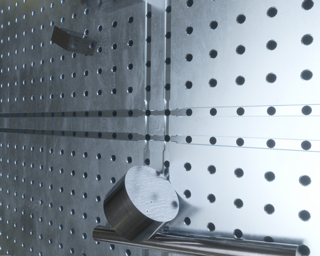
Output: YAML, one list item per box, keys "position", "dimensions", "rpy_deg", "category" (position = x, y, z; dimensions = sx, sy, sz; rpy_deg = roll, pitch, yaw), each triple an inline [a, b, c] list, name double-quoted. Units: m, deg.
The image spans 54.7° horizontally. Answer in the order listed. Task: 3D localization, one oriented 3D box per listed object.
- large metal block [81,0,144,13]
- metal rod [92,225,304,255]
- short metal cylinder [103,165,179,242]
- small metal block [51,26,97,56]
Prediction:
- position: [-0.069, -0.221, 0.448]
  dimensions: [0.080, 0.050, 0.079]
  rpy_deg: [1, 91, 39]
  category: "large metal block"
- position: [0.019, 0.145, 0.391]
  dimensions: [0.300, 0.025, 0.025]
  rpy_deg: [-10, 84, 39]
  category: "metal rod"
- position: [-0.023, 0.094, 0.391]
  dimensions: [0.050, 0.081, 0.080]
  rpy_deg: [-48, 62, 29]
  category: "short metal cylinder"
- position: [-0.140, -0.142, 0.506]
  dimensions: [0.050, 0.050, 0.025]
  rpy_deg: [34, 111, 34]
  category: "small metal block"
